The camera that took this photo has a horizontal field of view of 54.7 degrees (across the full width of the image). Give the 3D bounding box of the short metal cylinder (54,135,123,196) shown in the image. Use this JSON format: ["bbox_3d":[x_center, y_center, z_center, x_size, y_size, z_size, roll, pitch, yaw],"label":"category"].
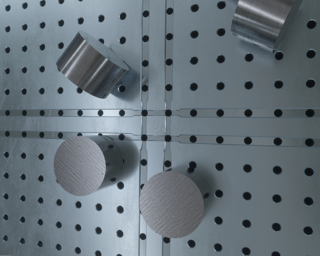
[{"bbox_3d":[-0.099,0.050,0.433,0.080,0.050,0.079,0,90,19],"label":"short metal cylinder"}]

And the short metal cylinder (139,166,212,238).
[{"bbox_3d":[0.021,0.091,0.391,0.080,0.050,0.079,0,90,19],"label":"short metal cylinder"}]

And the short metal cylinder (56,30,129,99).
[{"bbox_3d":[-0.089,-0.084,0.413,0.080,0.080,0.050,44,104,14],"label":"short metal cylinder"}]

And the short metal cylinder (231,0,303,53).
[{"bbox_3d":[0.120,-0.130,0.341,0.050,0.080,0.080,29,99,17],"label":"short metal cylinder"}]
